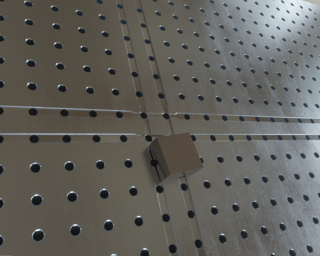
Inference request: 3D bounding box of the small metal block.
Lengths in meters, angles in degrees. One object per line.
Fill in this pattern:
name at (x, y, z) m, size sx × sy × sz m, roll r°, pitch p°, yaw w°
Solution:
small metal block at (0.020, 0.036, 0.397) m, size 0.050 × 0.025 × 0.050 m, roll -7°, pitch 65°, yaw -31°
